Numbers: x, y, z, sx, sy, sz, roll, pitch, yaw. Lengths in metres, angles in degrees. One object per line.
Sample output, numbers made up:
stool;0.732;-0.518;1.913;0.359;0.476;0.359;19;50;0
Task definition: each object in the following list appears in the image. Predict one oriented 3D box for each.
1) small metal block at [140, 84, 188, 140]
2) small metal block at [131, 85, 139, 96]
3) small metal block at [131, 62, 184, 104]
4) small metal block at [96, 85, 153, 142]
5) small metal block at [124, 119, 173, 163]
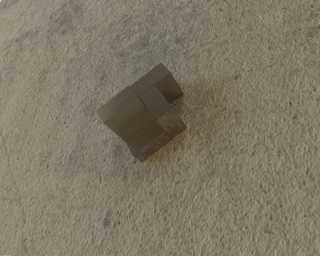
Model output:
small metal block;0.005;-0.020;0.398;0.025;0.050;0.050;-37;51;3
small metal block;-0.042;-0.022;0.423;0.050;0.050;0.025;-37;51;3
small metal block;-0.002;-0.052;0.421;0.050;0.050;0.025;-37;51;3
small metal block;-0.042;-0.017;0.388;0.050;0.050;0.025;-37;51;3
small metal block;-0.020;0.009;0.409;0.050;0.025;0.050;-36;51;3
